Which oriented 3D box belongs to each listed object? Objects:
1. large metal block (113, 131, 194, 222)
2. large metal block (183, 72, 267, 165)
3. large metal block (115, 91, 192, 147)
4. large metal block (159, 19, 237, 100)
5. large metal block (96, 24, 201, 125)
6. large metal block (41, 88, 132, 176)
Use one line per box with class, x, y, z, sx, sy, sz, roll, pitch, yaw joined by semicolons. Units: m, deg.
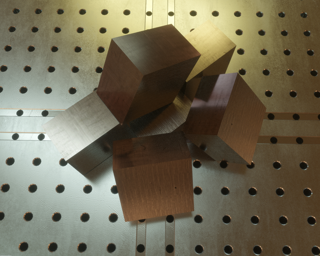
large metal block;-0.007;0.055;0.355;0.080;0.080;0.050;-8;34;-3
large metal block;0.081;-0.010;0.379;0.050;0.080;0.080;2;63;45
large metal block;-0.008;-0.019;0.407;0.080;0.050;0.080;-37;74;-13
large metal block;0.046;-0.082;0.413;0.080;0.080;0.050;-37;75;-13
large metal block;-0.014;-0.058;0.337;0.081;0.080;0.050;-27;70;-36
large metal block;-0.083;0.007;0.378;0.080;0.080;0.050;-36;74;-12
